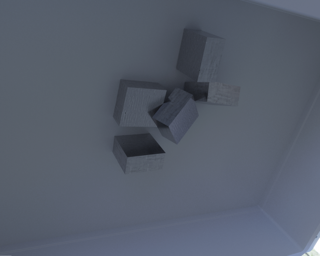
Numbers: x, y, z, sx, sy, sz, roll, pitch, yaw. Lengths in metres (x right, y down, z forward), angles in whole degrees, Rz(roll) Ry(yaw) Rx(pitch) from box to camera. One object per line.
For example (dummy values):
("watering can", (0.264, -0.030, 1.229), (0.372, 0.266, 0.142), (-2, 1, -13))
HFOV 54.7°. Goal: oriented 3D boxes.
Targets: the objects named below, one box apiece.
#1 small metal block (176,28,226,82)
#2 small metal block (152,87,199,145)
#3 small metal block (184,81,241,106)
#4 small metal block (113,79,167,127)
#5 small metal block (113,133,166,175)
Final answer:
("small metal block", (0.046, -0.086, 0.363), (0.025, 0.050, 0.050), (-3, 118, -27))
("small metal block", (0.021, -0.015, 0.392), (0.050, 0.025, 0.050), (-52, 151, -15))
("small metal block", (0.066, -0.044, 0.397), (0.050, 0.050, 0.025), (5, 93, -31))
("small metal block", (-0.025, -0.029, 0.377), (0.050, 0.025, 0.050), (1, 118, -29))
("small metal block", (-0.028, 0.031, 0.397), (0.050, 0.050, 0.025), (-4, 120, -27))
